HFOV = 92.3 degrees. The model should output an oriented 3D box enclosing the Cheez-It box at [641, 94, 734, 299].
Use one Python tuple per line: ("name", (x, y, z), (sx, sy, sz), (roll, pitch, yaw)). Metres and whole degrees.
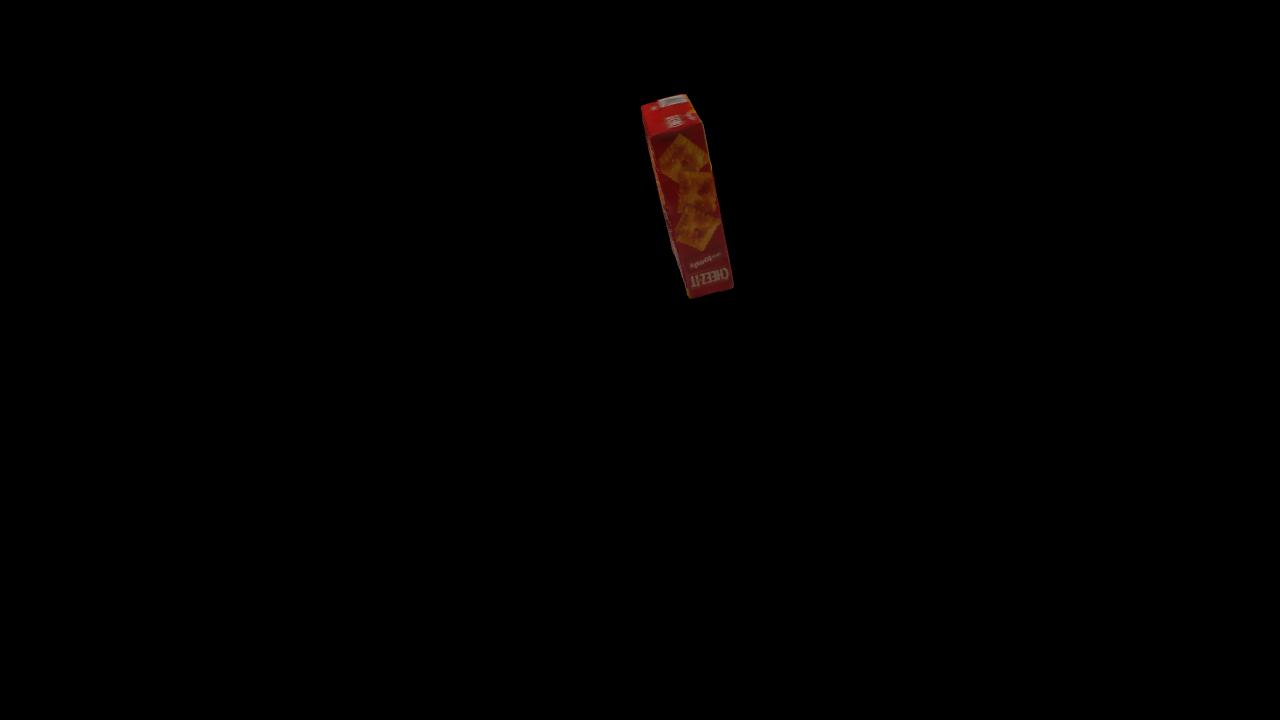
("Cheez-It box", (0.062, -0.218, 0.818), (0.071, 0.223, 0.166), (-14, 34, 5))
